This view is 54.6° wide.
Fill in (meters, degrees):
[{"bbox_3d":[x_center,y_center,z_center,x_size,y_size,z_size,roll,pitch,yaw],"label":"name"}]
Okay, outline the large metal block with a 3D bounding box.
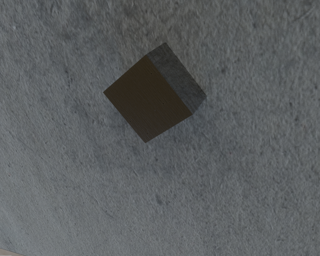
[{"bbox_3d":[-0.006,-0.040,0.369,0.080,0.050,0.080,-32,101,38],"label":"large metal block"}]
